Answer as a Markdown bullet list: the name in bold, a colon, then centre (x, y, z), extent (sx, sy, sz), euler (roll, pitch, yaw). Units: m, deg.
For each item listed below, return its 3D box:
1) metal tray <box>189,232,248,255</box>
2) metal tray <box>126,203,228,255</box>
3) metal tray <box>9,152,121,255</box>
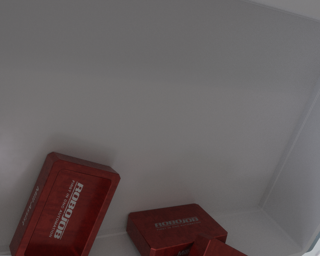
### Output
- **metal tray**: centre (0.092, 0.216, 0.437), extent (0.130, 0.030, 0.090), euler (34, 72, -23)
- **metal tray**: centre (0.025, 0.159, 0.475), extent (0.131, 0.090, 0.030), euler (0, 109, -29)
- **metal tray**: centre (-0.115, 0.103, 0.384), extent (0.091, 0.030, 0.129), euler (22, 91, -36)
